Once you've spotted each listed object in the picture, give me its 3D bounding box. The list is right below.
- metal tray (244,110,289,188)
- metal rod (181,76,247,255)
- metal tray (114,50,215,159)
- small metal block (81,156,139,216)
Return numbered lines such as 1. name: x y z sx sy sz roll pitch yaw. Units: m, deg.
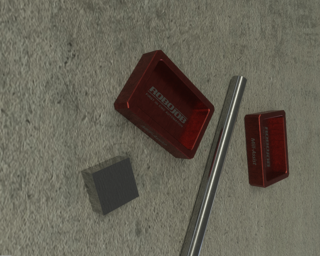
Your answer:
1. metal tray: 0.199 0.035 0.571 0.091 0.030 0.129 -10 96 -40
2. metal rod: 0.087 0.055 0.480 0.025 0.025 0.299 30 71 -36
3. metal tray: 0.012 -0.028 0.413 0.130 0.030 0.090 41 65 -33
4. small metal block: -0.057 0.065 0.359 0.050 0.025 0.050 -22 104 -38
